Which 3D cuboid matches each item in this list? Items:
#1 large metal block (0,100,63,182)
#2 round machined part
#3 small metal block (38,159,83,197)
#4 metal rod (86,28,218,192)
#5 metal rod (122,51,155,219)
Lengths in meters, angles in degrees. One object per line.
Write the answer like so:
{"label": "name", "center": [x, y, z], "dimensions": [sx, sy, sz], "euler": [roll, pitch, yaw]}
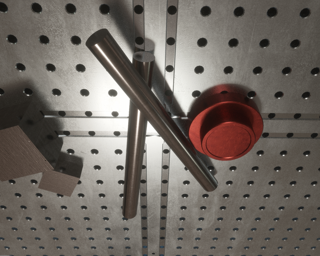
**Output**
{"label": "large metal block", "center": [-0.190, 0.019, 0.409], "dimensions": [0.080, 0.050, 0.080], "euler": [-14, 129, 11]}
{"label": "round machined part", "center": [0.086, 0.005, 0.407], "dimensions": [0.099, 0.042, 0.097], "euler": [-1, 130, 0]}
{"label": "small metal block", "center": [-0.152, 0.075, 0.473], "dimensions": [0.050, 0.025, 0.050], "euler": [21, 127, -18]}
{"label": "metal rod", "center": [0.010, 0.002, 0.390], "dimensions": [0.025, 0.025, 0.300], "euler": [-22, 134, 17]}
{"label": "metal rod", "center": [-0.035, 0.034, 0.439], "dimensions": [0.025, 0.025, 0.298], "euler": [5, 130, -5]}
